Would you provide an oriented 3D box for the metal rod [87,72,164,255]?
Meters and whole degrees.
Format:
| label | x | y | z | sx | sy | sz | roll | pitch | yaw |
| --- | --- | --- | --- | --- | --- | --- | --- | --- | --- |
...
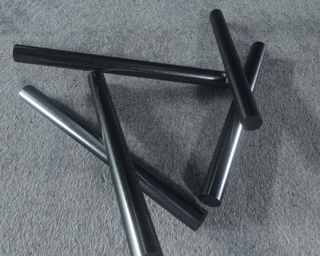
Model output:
| label | x | y | z | sx | sy | sz | roll | pitch | yaw |
| --- | --- | --- | --- | --- | --- | --- | --- | --- | --- |
| metal rod | -0.053 | 0.015 | 0.356 | 0.025 | 0.025 | 0.300 | -13 | 41 | -11 |

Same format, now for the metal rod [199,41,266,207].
| label | x | y | z | sx | sy | sz | roll | pitch | yaw |
| --- | --- | --- | --- | --- | --- | --- | --- | --- | --- |
| metal rod | 0.109 | -0.027 | 0.427 | 0.025 | 0.025 | 0.301 | 17 | 52 | 13 |

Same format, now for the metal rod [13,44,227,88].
| label | x | y | z | sx | sy | sz | roll | pitch | yaw |
| --- | --- | --- | --- | --- | --- | --- | --- | --- | --- |
| metal rod | -0.053 | -0.089 | 0.451 | 0.302 | 0.025 | 0.025 | 6 | 50 | -6 |

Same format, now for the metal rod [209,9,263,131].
| label | x | y | z | sx | sy | sz | roll | pitch | yaw |
| --- | --- | --- | --- | --- | --- | --- | --- | --- | --- |
| metal rod | 0.107 | -0.109 | 0.474 | 0.025 | 0.025 | 0.300 | 0 | 44 | -1 |

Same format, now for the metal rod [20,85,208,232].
| label | x | y | z | sx | sy | sz | roll | pitch | yaw |
| --- | --- | --- | --- | --- | --- | --- | --- | --- | --- |
| metal rod | -0.073 | 0.024 | 0.382 | 0.300 | 0.025 | 0.025 | 32 | 57 | 24 |
